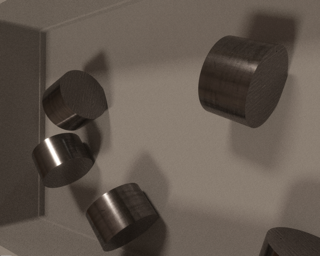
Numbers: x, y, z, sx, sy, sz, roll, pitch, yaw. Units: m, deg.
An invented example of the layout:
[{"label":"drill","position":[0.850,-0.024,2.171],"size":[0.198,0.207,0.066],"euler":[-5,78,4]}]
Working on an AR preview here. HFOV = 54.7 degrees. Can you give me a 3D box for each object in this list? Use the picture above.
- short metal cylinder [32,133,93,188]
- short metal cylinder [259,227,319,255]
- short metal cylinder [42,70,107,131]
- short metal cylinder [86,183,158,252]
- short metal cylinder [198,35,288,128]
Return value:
[{"label":"short metal cylinder","position":[-0.156,0.052,0.497],"size":[0.080,0.081,0.050],"euler":[-49,62,29]},{"label":"short metal cylinder","position":[0.125,0.130,0.267],"size":[0.080,0.081,0.050],"euler":[23,104,37]},{"label":"short metal cylinder","position":[-0.130,-0.042,0.476],"size":[0.050,0.081,0.080],"euler":[-26,74,37]},{"label":"short metal cylinder","position":[-0.050,0.118,0.410],"size":[0.080,0.081,0.050],"euler":[-52,60,27]},{"label":"short metal cylinder","position":[0.082,-0.046,0.302],"size":[0.050,0.081,0.079],"euler":[25,106,37]}]
